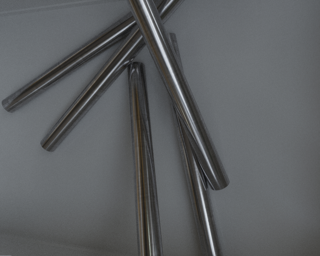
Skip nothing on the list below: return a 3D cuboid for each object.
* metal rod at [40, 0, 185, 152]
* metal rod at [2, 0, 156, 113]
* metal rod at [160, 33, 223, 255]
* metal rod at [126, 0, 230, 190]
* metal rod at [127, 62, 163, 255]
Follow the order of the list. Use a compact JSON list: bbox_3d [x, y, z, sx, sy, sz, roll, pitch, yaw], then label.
[{"bbox_3d":[-0.070,-0.073,0.419,0.299,0.025,0.025,-45,76,19],"label":"metal rod"},{"bbox_3d":[-0.115,-0.103,0.449,0.300,0.025,0.025,-28,81,17],"label":"metal rod"},{"bbox_3d":[0.038,0.026,0.396,0.025,0.025,0.298,-13,86,19],"label":"metal rod"},{"bbox_3d":[0.014,-0.059,0.341,0.025,0.025,0.299,-19,108,19],"label":"metal rod"},{"bbox_3d":[-0.018,0.049,0.353,0.025,0.025,0.299,-17,61,19],"label":"metal rod"}]
